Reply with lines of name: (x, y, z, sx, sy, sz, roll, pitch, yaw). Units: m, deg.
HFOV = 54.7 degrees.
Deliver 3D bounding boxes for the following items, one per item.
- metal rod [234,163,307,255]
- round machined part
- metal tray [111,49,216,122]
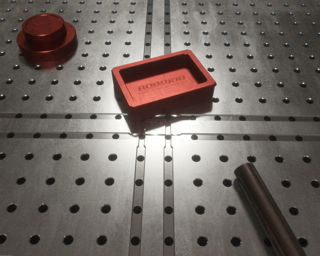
metal rod: (0.143, 0.159, 0.275, 0.025, 0.025, 0.300, -13, 51, -11)
round machined part: (-0.194, -0.160, 0.528, 0.099, 0.042, 0.098, 0, 50, 0)
metal tray: (0.004, -0.067, 0.460, 0.131, 0.030, 0.090, -17, 52, -15)
